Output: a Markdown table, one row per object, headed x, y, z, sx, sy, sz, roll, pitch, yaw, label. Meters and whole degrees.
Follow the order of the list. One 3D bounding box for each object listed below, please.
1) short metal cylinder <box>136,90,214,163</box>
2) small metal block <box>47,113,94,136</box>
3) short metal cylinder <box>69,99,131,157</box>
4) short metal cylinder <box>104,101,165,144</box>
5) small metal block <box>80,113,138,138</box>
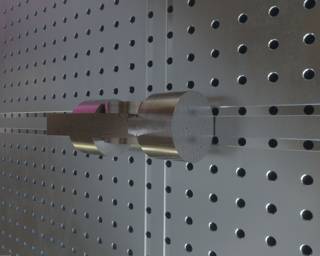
| x | y | z | sx | sy | sz | roll | pitch | yaw | label |
| --- | --- | --- | --- | --- | --- | --- | --- | --- | --- |
| 0.019 | -0.002 | 0.357 | 0.050 | 0.081 | 0.079 | 1 | 91 | 41 | short metal cylinder |
| -0.098 | -0.004 | 0.368 | 0.050 | 0.050 | 0.025 | 1 | 91 | 8 | small metal block |
| -0.081 | -0.001 | 0.440 | 0.050 | 0.081 | 0.079 | 2 | 91 | 40 | short metal cylinder |
| -0.030 | -0.007 | 0.398 | 0.080 | 0.081 | 0.050 | 2 | 91 | 40 | short metal cylinder |
| -0.052 | -0.003 | 0.336 | 0.050 | 0.050 | 0.025 | 1 | 91 | 9 | small metal block |
